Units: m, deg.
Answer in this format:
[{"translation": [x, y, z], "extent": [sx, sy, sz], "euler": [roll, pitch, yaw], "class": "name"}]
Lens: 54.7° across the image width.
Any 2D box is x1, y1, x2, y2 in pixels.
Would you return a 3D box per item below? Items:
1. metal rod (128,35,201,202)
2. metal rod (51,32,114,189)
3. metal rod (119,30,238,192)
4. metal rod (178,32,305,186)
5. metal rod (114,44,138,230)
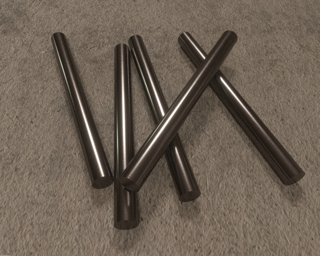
[{"translation": [-0.004, -0.036, 0.433], "extent": [0.025, 0.025, 0.300], "euler": [-11, 51, -10], "class": "metal rod"}, {"translation": [-0.119, -0.045, 0.439], "extent": [0.025, 0.025, 0.300], "euler": [-16, 52, -14], "class": "metal rod"}, {"translation": [0.039, -0.043, 0.405], "extent": [0.025, 0.025, 0.301], "euler": [23, 53, 17], "class": "metal rod"}, {"translation": [0.099, -0.048, 0.444], "extent": [0.025, 0.025, 0.300], "euler": [-17, 52, -14], "class": "metal rod"}, {"translation": [-0.049, -0.014, 0.414], "extent": [0.025, 0.025, 0.300], "euler": [-4, 50, -4], "class": "metal rod"}]
